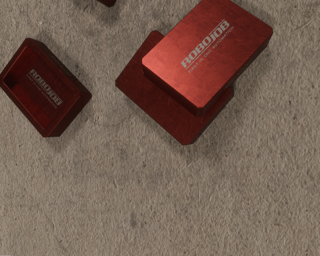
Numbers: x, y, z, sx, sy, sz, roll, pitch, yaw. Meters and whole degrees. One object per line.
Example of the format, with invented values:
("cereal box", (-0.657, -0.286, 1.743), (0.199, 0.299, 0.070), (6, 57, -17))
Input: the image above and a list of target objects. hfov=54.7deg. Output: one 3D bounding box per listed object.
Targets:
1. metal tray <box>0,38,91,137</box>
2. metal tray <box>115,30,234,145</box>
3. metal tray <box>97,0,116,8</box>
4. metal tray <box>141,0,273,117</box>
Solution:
("metal tray", (-0.176, -0.060, 0.466), (0.130, 0.030, 0.090), (45, 104, 14))
("metal tray", (0.017, -0.051, 0.400), (0.130, 0.030, 0.090), (42, 103, 15))
("metal tray", (-0.077, -0.249, 0.432), (0.090, 0.030, 0.129), (34, 101, 16))
("metal tray", (0.054, -0.088, 0.360), (0.090, 0.030, 0.130), (40, 78, 14))
